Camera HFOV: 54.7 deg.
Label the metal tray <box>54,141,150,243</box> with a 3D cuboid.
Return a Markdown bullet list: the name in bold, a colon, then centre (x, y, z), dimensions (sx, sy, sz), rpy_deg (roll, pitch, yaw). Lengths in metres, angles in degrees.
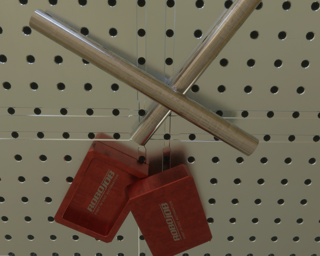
- **metal tray**: centre (-0.083, 0.094, 0.444), dimensions (0.090, 0.030, 0.129), rpy_deg (27, 108, -10)

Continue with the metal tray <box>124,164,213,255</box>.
- **metal tray**: centre (0.015, 0.122, 0.436), dimensions (0.090, 0.030, 0.129), rpy_deg (-21, 120, -3)

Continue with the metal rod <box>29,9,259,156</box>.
- **metal rod**: centre (-0.016, -0.053, 0.371), dimensions (0.301, 0.025, 0.025), rpy_deg (30, 107, -3)

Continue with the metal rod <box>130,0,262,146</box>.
- **metal rod**: centre (0.060, -0.096, 0.378), dimensions (0.025, 0.025, 0.299), rpy_deg (36, 106, -13)
